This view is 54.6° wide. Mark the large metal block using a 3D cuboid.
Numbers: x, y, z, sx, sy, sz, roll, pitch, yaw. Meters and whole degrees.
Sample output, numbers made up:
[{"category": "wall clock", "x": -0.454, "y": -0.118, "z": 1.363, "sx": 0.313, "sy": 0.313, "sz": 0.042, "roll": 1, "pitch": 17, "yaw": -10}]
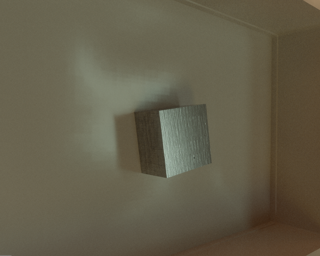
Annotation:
[{"category": "large metal block", "x": 0.018, "y": 0.013, "z": 0.404, "sx": 0.081, "sy": 0.050, "sz": 0.080, "roll": -11, "pitch": 97, "yaw": -39}]
